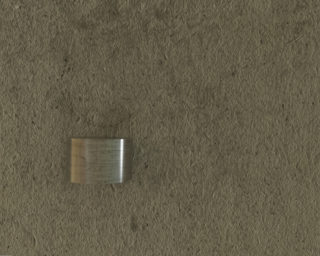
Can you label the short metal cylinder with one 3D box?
[{"bbox_3d":[-0.074,0.037,0.382,0.080,0.080,0.050,1,90,0],"label":"short metal cylinder"}]
